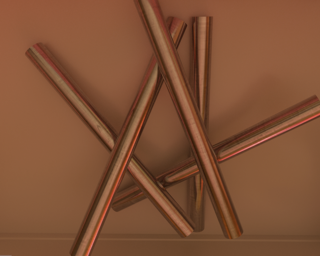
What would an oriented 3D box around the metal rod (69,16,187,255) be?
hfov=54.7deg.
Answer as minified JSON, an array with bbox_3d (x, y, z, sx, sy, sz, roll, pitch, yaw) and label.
[{"bbox_3d":[-0.037,0.012,0.366,0.025,0.025,0.299,23,90,-8],"label":"metal rod"}]

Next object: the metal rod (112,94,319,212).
[{"bbox_3d":[0.056,0.042,0.397,0.300,0.025,0.025,-29,108,21],"label":"metal rod"}]

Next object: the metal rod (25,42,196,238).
[{"bbox_3d":[-0.058,0.019,0.390,0.025,0.025,0.300,-38,96,13],"label":"metal rod"}]

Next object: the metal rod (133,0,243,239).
[{"bbox_3d":[0.038,-0.004,0.358,0.025,0.025,0.299,-20,102,7],"label":"metal rod"}]

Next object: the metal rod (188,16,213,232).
[{"bbox_3d":[0.052,0.009,0.414,0.025,0.025,0.298,-1,110,0],"label":"metal rod"}]
